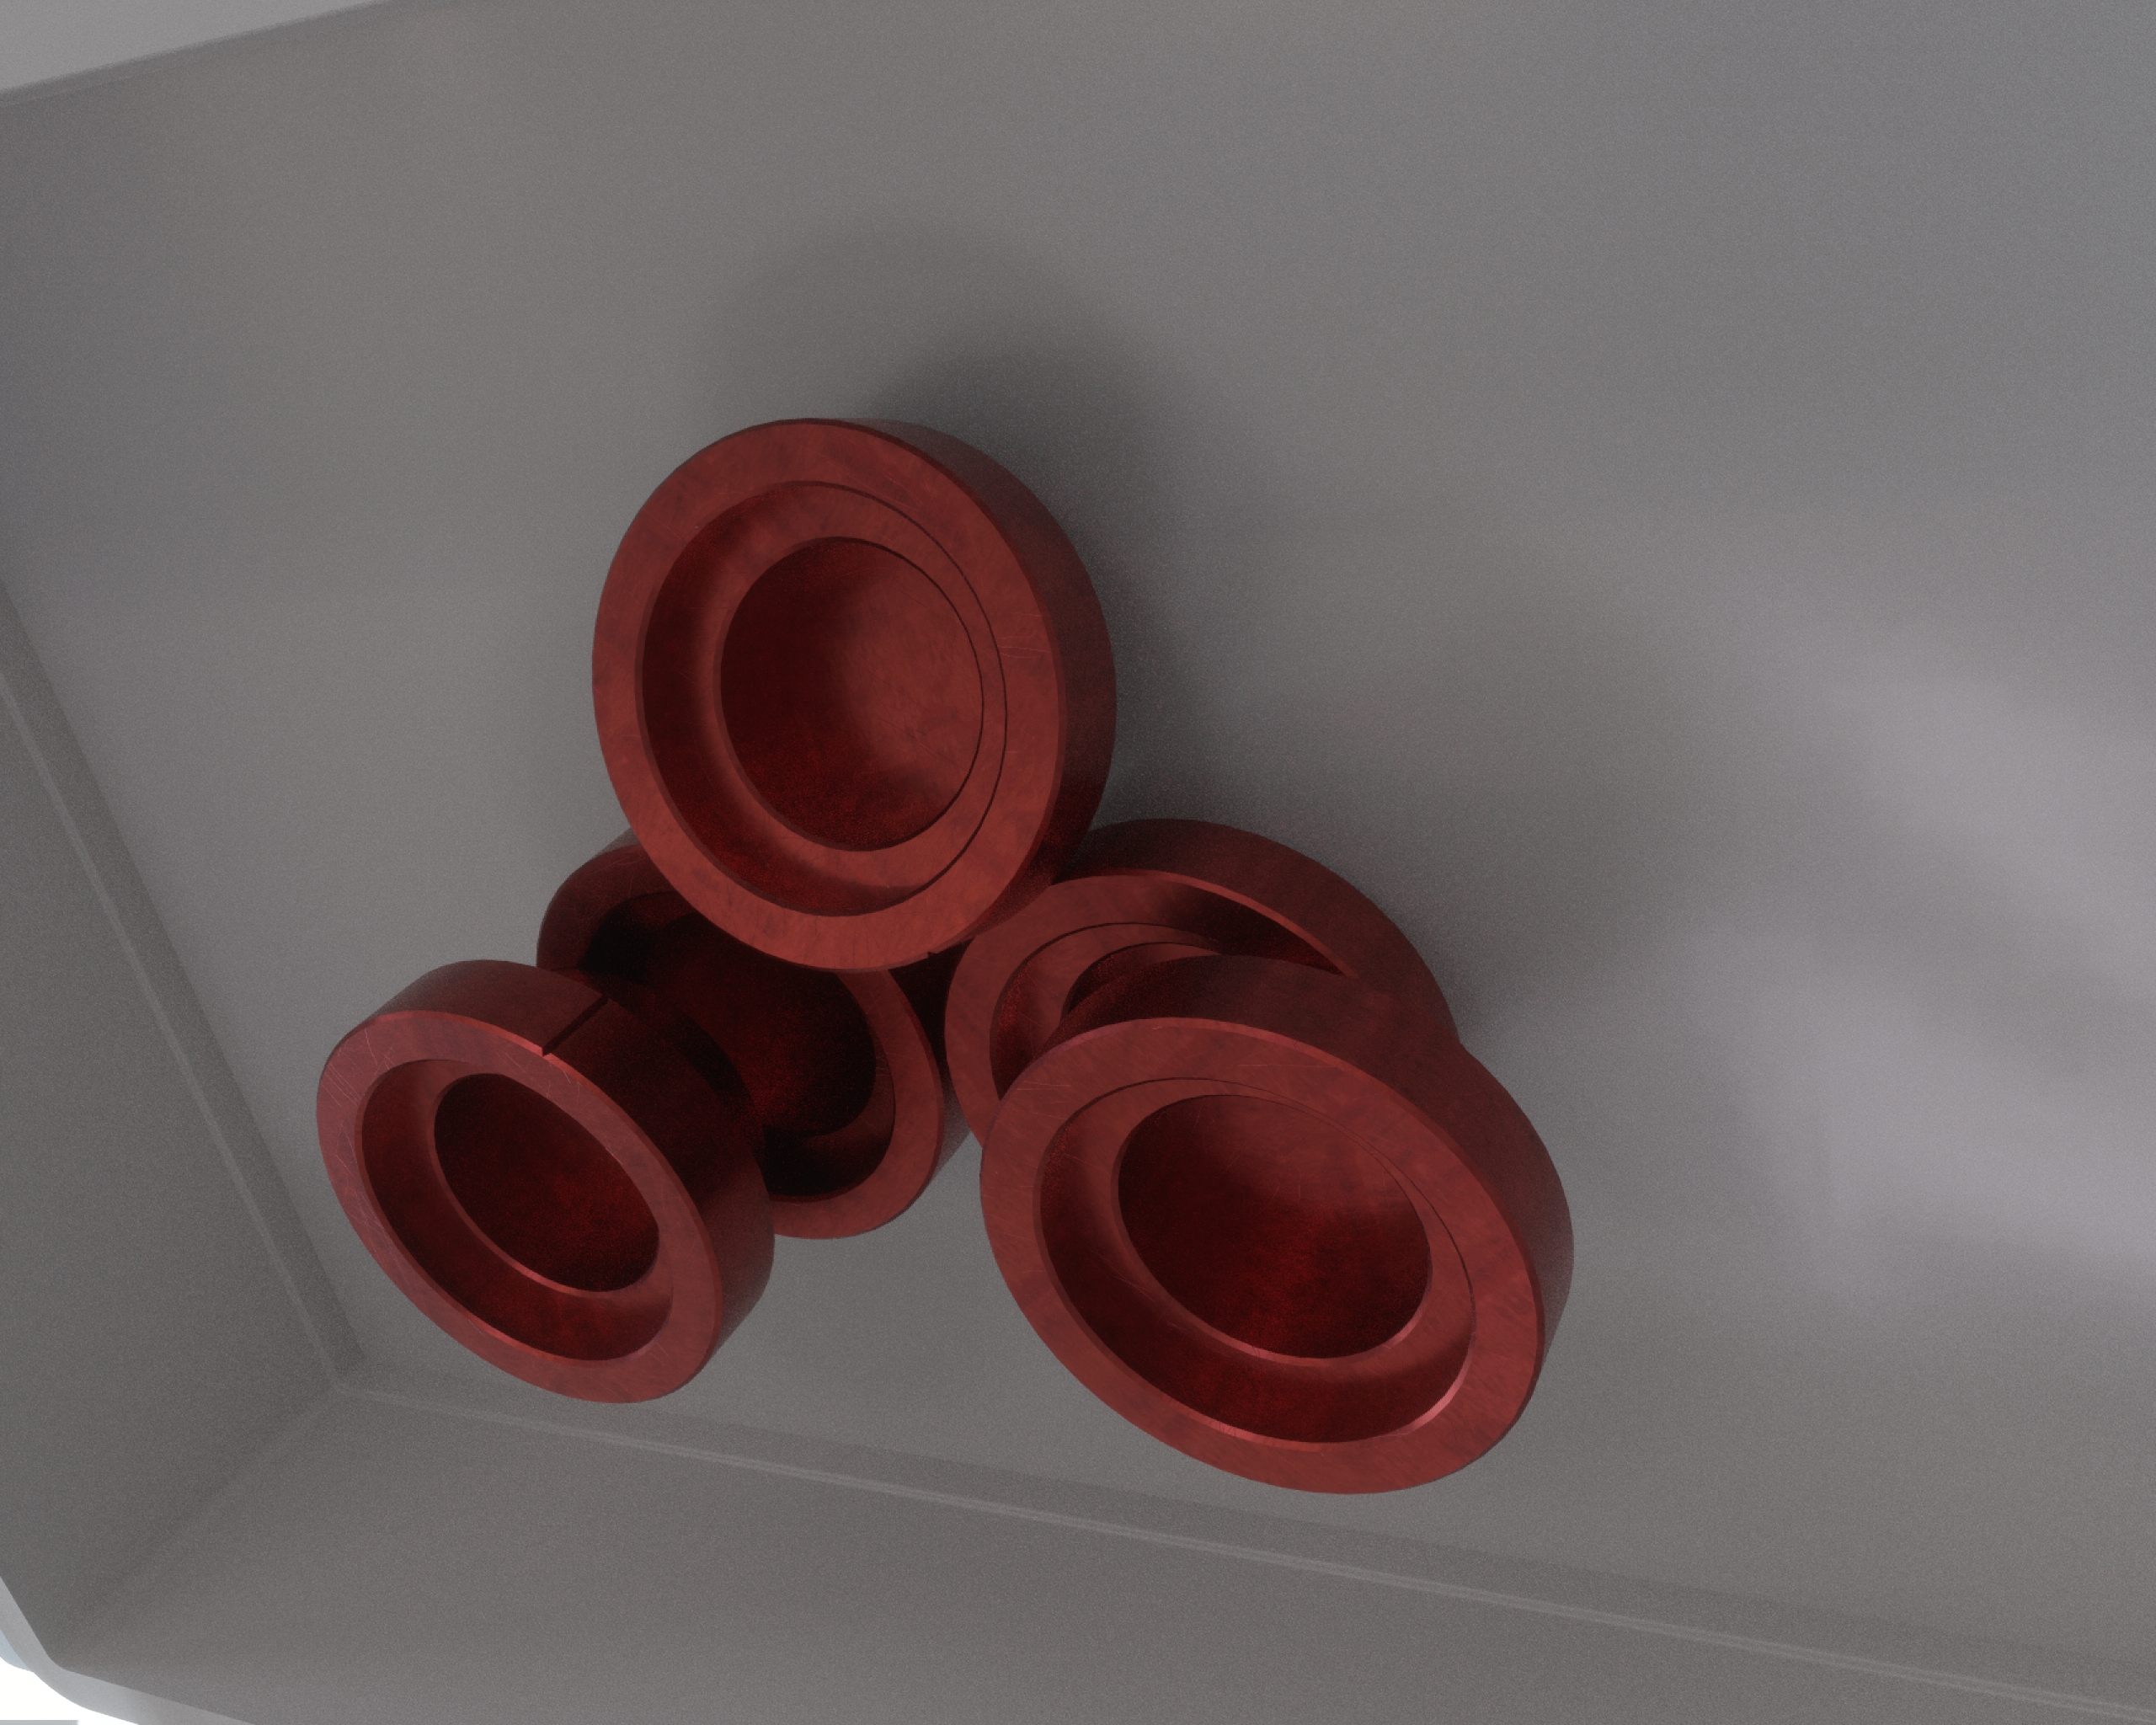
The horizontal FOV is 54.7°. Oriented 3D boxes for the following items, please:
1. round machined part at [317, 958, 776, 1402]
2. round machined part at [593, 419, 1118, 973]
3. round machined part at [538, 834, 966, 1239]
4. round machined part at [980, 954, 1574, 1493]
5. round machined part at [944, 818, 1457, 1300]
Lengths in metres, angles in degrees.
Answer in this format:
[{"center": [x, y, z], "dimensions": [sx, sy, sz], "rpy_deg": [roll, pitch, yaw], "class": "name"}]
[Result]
[{"center": [-0.105, 0.061, 0.435], "dimensions": [0.098, 0.042, 0.097], "rpy_deg": [13, 124, 21], "class": "round machined part"}, {"center": [-0.037, -0.032, 0.383], "dimensions": [0.098, 0.042, 0.097], "rpy_deg": [6, 103, 26], "class": "round machined part"}, {"center": [-0.063, 0.029, 0.447], "dimensions": [0.098, 0.042, 0.097], "rpy_deg": [13, 124, 21], "class": "round machined part"}, {"center": [0.036, 0.057, 0.358], "dimensions": [0.098, 0.042, 0.097], "rpy_deg": [13, 124, 21], "class": "round machined part"}, {"center": [0.027, 0.034, 0.403], "dimensions": [0.098, 0.042, 0.097], "rpy_deg": [13, 124, 21], "class": "round machined part"}]
